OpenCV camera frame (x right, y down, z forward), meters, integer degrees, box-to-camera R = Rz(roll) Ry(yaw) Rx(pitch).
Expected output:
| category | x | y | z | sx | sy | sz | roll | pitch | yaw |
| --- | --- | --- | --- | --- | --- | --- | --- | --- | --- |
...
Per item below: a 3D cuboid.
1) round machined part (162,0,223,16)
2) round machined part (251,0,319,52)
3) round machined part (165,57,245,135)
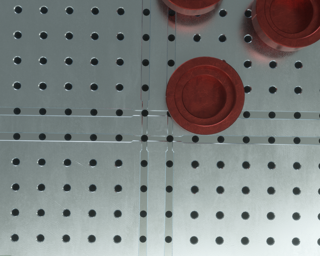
| category | x | y | z | sx | sy | sz | roll | pitch | yaw |
| --- | --- | --- | --- | --- | --- | --- | --- | --- | --- |
| round machined part | 0.042 | -0.195 | 0.405 | 0.099 | 0.042 | 0.097 | 0 | 90 | 0 |
| round machined part | 0.168 | -0.149 | 0.406 | 0.099 | 0.042 | 0.097 | 0 | 90 | 0 |
| round machined part | 0.056 | -0.040 | 0.405 | 0.099 | 0.042 | 0.097 | 0 | 90 | 0 |
